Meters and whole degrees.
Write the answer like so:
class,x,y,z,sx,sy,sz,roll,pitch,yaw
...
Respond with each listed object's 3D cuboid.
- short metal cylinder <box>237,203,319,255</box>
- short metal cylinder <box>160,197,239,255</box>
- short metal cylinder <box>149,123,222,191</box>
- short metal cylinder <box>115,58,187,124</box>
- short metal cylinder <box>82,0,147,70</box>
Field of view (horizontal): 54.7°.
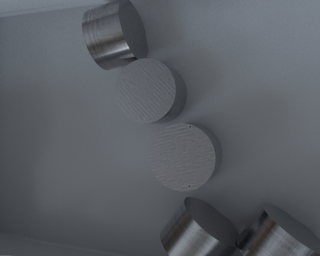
class,x,y,z,sx,sy,sz,roll,pitch,yaw
short metal cylinder,0.132,0.127,0.335,0.080,0.080,0.050,35,102,16
short metal cylinder,0.047,0.127,0.364,0.080,0.080,0.050,38,102,16
short metal cylinder,0.033,0.034,0.385,0.080,0.050,0.080,0,90,20
short metal cylinder,-0.011,-0.045,0.401,0.080,0.050,0.080,0,90,20
short metal cylinder,-0.056,-0.120,0.401,0.050,0.080,0.080,-11,86,20
